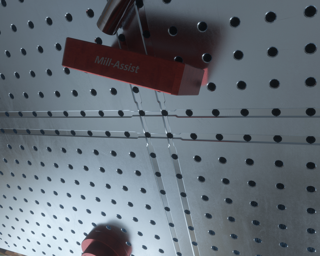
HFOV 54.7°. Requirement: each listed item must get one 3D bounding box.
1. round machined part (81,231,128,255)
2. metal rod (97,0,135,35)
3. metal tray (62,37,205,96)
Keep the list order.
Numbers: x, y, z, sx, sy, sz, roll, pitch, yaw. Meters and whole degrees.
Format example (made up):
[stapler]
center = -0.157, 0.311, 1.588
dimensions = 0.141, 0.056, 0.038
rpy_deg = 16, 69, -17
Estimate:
[round machined part]
center = -0.117, 0.258, 0.619
dimensions = 0.098, 0.042, 0.097
rpy_deg = 13, 124, 20
[metal rod]
center = 0.016, -0.204, 0.275
dimensions = 0.025, 0.025, 0.298
rpy_deg = 42, 129, -1
[metal tray]
center = -0.026, -0.065, 0.338
dimensions = 0.130, 0.090, 0.030
rpy_deg = 17, 101, 18
